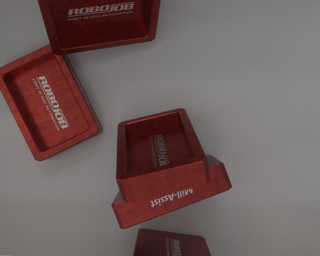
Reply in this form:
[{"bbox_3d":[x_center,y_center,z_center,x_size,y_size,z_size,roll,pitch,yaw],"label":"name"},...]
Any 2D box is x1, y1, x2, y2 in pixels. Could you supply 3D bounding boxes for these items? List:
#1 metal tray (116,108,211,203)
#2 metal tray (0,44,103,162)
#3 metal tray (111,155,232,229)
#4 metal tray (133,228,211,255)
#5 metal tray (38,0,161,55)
[{"bbox_3d":[-0.002,0.024,0.359,0.091,0.130,0.030,-13,118,0],"label":"metal tray"},{"bbox_3d":[-0.145,-0.033,0.407,0.090,0.030,0.130,-26,90,0],"label":"metal tray"},{"bbox_3d":[0.013,0.073,0.378,0.131,0.090,0.030,-20,91,0],"label":"metal tray"},{"bbox_3d":[0.014,0.158,0.359,0.091,0.130,0.030,8,90,0],"label":"metal tray"},{"bbox_3d":[-0.068,-0.134,0.362,0.131,0.090,0.030,-13,66,-14],"label":"metal tray"}]
